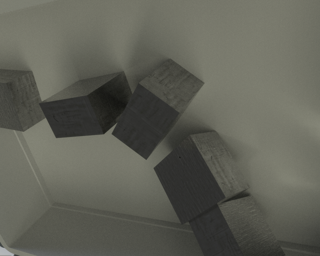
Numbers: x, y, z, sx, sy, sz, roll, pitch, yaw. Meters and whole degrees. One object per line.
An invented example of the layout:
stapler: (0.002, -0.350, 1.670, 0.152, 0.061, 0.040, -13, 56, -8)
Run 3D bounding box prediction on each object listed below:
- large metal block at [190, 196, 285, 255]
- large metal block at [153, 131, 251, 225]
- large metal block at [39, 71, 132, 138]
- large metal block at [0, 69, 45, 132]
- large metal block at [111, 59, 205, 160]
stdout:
large metal block: (0.094, 0.135, 0.379, 0.050, 0.081, 0.080, -44, 60, 33)
large metal block: (0.049, 0.061, 0.383, 0.080, 0.050, 0.080, -46, 62, 39)
large metal block: (-0.091, -0.030, 0.402, 0.080, 0.080, 0.050, -5, 116, 30)
large metal block: (-0.238, -0.046, 0.490, 0.080, 0.050, 0.079, 8, 122, 24)
large metal block: (-0.001, -0.023, 0.360, 0.050, 0.080, 0.080, 37, 129, 4)
